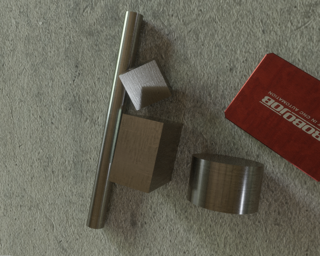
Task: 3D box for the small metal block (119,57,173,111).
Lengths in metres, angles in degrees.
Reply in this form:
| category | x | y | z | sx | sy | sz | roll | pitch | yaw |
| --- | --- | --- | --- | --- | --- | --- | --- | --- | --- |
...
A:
| category | x | y | z | sx | sy | sz | roll | pitch | yaw |
| --- | --- | --- | --- | --- | --- | --- | --- | --- | --- |
| small metal block | -0.017 | -0.058 | 0.402 | 0.050 | 0.025 | 0.050 | -22 | 109 | 13 |

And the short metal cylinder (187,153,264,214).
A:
| category | x | y | z | sx | sy | sz | roll | pitch | yaw |
| --- | --- | --- | --- | --- | --- | --- | --- | --- | --- |
| short metal cylinder | 0.074 | 0.060 | 0.353 | 0.080 | 0.080 | 0.050 | 8 | 93 | 19 |

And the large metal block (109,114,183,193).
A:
| category | x | y | z | sx | sy | sz | roll | pitch | yaw |
| --- | --- | --- | --- | --- | --- | --- | --- | --- | --- |
| large metal block | -0.014 | 0.028 | 0.384 | 0.050 | 0.080 | 0.079 | 14 | 95 | 19 |

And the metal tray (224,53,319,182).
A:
| category | x | y | z | sx | sy | sz | roll | pitch | yaw |
| --- | --- | --- | --- | --- | --- | --- | --- | --- | --- |
| metal tray | 0.153 | -0.014 | 0.353 | 0.130 | 0.030 | 0.090 | 37 | 101 | 15 |

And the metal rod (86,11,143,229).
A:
| category | x | y | z | sx | sy | sz | roll | pitch | yaw |
| --- | --- | --- | --- | --- | --- | --- | --- | --- | --- |
| metal rod | -0.063 | -0.008 | 0.430 | 0.025 | 0.025 | 0.298 | 12 | 94 | 19 |
